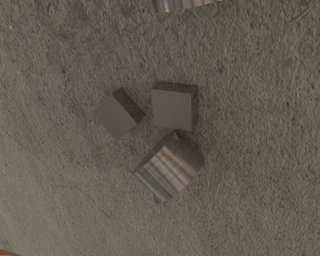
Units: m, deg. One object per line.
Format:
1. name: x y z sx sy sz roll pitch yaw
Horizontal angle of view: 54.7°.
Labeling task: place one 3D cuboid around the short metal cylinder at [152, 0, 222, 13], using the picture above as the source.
1. short metal cylinder: 0.029 -0.137 0.271 0.080 0.080 0.050 0 119 28

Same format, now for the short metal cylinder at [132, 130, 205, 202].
1. short metal cylinder: 0.011 0.047 0.393 0.050 0.080 0.080 45 129 -3

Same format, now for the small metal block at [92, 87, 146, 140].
1. small metal block: -0.056 -0.019 0.423 0.050 0.025 0.050 49 128 -7

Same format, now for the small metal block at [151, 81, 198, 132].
1. small metal block: 0.019 -0.027 0.379 0.050 0.025 0.050 10 123 22
